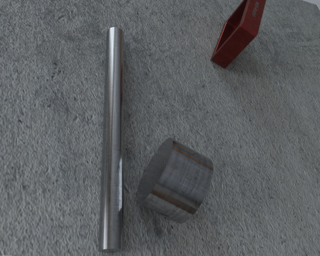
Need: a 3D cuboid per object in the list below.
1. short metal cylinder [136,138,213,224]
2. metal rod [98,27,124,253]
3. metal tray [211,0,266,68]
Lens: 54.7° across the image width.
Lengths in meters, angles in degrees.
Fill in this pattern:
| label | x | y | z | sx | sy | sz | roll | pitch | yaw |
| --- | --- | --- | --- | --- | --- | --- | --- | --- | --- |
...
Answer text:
| label | x | y | z | sx | sy | sz | roll | pitch | yaw |
| --- | --- | --- | --- | --- | --- | --- | --- | --- | --- |
| short metal cylinder | 0.015 | 0.057 | 0.343 | 0.050 | 0.080 | 0.080 | 29 | 52 | -10 |
| metal rod | -0.057 | -0.009 | 0.379 | 0.025 | 0.025 | 0.299 | 10 | 57 | -23 |
| metal tray | 0.140 | -0.176 | 0.547 | 0.030 | 0.090 | 0.130 | 31 | 52 | -9 |
